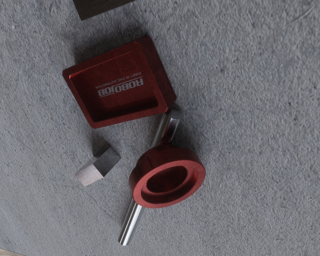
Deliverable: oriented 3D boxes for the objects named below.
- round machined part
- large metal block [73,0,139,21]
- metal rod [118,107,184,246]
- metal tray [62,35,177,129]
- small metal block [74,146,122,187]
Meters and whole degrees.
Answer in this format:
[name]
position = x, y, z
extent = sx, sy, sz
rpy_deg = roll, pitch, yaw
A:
[round machined part]
position = 0.006, 0.059, 0.407
extent = 0.099, 0.042, 0.097
rpy_deg = -13, 136, -13
[large metal block]
position = -0.053, -0.165, 0.316
extent = 0.080, 0.050, 0.080
rpy_deg = -7, 115, 31
[metal rod]
position = -0.024, 0.092, 0.476
extent = 0.025, 0.025, 0.298
rpy_deg = 28, 128, 10
[metal tray]
position = -0.054, -0.054, 0.398
extent = 0.130, 0.030, 0.090
rpy_deg = -12, 113, 33
[small metal block]
position = -0.095, 0.059, 0.477
extent = 0.050, 0.050, 0.025
rpy_deg = -29, 102, 37
